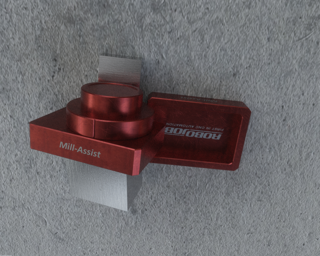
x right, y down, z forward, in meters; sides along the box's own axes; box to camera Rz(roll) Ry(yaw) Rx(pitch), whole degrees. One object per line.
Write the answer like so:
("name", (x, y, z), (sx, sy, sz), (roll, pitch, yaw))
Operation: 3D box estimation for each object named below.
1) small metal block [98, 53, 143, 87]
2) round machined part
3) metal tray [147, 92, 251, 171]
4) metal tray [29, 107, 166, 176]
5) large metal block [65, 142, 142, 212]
("small metal block", (-0.049, -0.064, 0.387), (0.050, 0.025, 0.050), (6, 110, -3))
("round machined part", (-0.055, -0.024, 0.351), (0.099, 0.098, 0.042), (6, 110, -3))
("metal tray", (0.045, 0.005, 0.411), (0.131, 0.030, 0.089), (6, 110, -3))
("metal tray", (-0.069, 0.008, 0.360), (0.131, 0.090, 0.030), (13, 111, 14))
("large metal block", (-0.069, 0.051, 0.395), (0.080, 0.050, 0.079), (12, 124, 14))
